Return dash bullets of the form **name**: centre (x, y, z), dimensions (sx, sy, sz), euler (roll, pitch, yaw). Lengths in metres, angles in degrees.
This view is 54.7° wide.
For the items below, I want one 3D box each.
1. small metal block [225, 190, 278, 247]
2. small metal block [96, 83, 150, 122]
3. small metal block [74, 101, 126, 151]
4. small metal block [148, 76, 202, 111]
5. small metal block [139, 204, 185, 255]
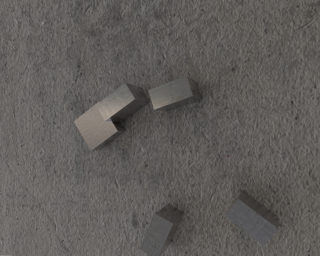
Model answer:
- **small metal block**: centre (0.107, 0.102, 0.358), dimensions (0.050, 0.050, 0.025), euler (36, 102, 16)
- **small metal block**: centre (-0.048, -0.033, 0.413), dimensions (0.050, 0.050, 0.025), euler (-35, 79, 17)
- **small metal block**: centre (-0.085, -0.003, 0.439), dimensions (0.050, 0.025, 0.050), euler (-36, 79, 16)
- **small metal block**: centre (0.021, -0.041, 0.388), dimensions (0.050, 0.050, 0.025), euler (-19, 84, 19)
- **small metal block**: centre (0.004, 0.130, 0.394), dimensions (0.025, 0.050, 0.050), euler (25, 99, 18)
